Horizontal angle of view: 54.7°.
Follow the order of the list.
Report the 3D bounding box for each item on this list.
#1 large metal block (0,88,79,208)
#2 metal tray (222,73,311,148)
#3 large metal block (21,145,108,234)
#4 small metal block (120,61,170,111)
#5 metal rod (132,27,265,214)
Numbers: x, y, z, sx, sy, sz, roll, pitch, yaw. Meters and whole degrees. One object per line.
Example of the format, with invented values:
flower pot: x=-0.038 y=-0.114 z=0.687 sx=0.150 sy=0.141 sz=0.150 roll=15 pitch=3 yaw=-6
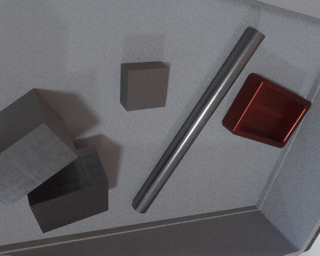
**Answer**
large metal block: x=-0.138 y=0.016 z=0.308 sx=0.080 sy=0.080 sz=0.050 roll=-36 pitch=129 yaw=-4
metal tray: x=0.170 y=-0.023 z=0.486 sx=0.131 sy=0.030 sz=0.089 roll=15 pitch=111 yaw=-35
large metal block: x=-0.107 y=0.072 z=0.363 sx=0.081 sy=0.050 sz=0.080 roll=-16 pitch=147 yaw=-20
small metal block: x=-0.019 y=-0.050 z=0.369 sx=0.050 sy=0.025 sz=0.050 roll=-9 pitch=123 yaw=-24
metal rod: x=0.047 y=-0.002 z=0.434 sx=0.025 sy=0.025 sz=0.299 roll=23 pitch=106 yaw=-37
